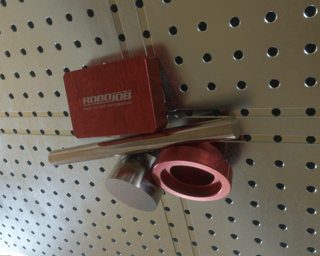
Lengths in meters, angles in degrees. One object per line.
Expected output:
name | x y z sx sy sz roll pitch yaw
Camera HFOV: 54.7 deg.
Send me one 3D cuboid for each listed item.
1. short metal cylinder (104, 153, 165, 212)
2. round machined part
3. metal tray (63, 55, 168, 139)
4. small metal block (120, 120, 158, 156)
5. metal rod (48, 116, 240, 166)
short metal cylinder | -0.031 0.076 0.441 0.080 0.050 0.080 19 145 14
round machined part | 0.043 0.051 0.393 0.098 0.042 0.097 11 143 9
metal tray | -0.060 -0.036 0.397 0.130 0.030 0.089 -5 97 29
small metal block | -0.029 0.014 0.445 0.050 0.025 0.050 17 125 18
metal rod | -0.043 0.023 0.413 0.300 0.025 0.025 -11 113 32
